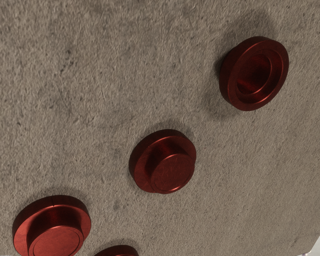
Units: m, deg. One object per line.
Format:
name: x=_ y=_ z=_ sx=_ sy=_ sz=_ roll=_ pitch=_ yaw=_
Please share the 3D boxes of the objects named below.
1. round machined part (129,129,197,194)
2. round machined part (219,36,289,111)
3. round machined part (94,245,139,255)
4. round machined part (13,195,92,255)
round machined part: x=0.010 y=0.054 z=0.436 sx=0.099 sy=0.042 sz=0.097 roll=-14 pitch=125 yaw=-21
round machined part: x=0.120 y=-0.075 z=0.417 sx=0.099 sy=0.042 sz=0.097 roll=-14 pitch=125 yaw=-21
round machined part: x=-0.074 y=0.243 z=0.508 sx=0.099 sy=0.042 sz=0.097 roll=-14 pitch=125 yaw=-21
round machined part: x=-0.139 y=0.140 z=0.407 sx=0.099 sy=0.042 sz=0.097 roll=-14 pitch=125 yaw=-21
